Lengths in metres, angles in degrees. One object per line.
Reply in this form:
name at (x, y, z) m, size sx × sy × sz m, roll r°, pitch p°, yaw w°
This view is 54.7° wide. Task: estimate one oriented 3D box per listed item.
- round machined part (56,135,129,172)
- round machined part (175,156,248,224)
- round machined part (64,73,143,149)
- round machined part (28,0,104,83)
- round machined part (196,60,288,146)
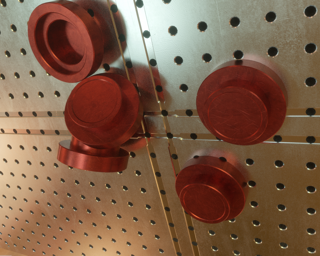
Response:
round machined part at (-0.091, 0.027, 0.435) m, size 0.098 × 0.098 × 0.042 m, roll 14°, pitch 96°, yaw 20°
round machined part at (0.066, 0.090, 0.421) m, size 0.098 × 0.042 × 0.097 m, roll 13°, pitch 124°, yaw 20°
round machined part at (-0.074, -0.026, 0.383) m, size 0.098 × 0.098 × 0.042 m, roll 18°, pitch 166°, yaw 17°
round machined part at (-0.112, -0.110, 0.389) m, size 0.098 × 0.042 × 0.097 m, roll 13°, pitch 124°, yaw 20°
round machined part at (0.086, -0.022, 0.341) m, size 0.098 × 0.042 × 0.097 m, roll 13°, pitch 124°, yaw 20°
